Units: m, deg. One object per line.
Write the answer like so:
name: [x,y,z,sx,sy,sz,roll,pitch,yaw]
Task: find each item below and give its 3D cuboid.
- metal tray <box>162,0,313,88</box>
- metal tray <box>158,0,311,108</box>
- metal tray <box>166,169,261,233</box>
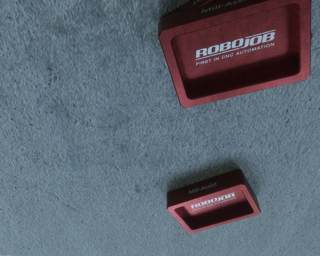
metal tray: [0.076,-0.101,0.319,0.130,0.030,0.090,-25,126,19]
metal tray: [0.072,-0.076,0.299,0.130,0.030,0.090,-13,129,10]
metal tray: [0.088,0.124,0.510,0.130,0.030,0.090,-22,127,17]
